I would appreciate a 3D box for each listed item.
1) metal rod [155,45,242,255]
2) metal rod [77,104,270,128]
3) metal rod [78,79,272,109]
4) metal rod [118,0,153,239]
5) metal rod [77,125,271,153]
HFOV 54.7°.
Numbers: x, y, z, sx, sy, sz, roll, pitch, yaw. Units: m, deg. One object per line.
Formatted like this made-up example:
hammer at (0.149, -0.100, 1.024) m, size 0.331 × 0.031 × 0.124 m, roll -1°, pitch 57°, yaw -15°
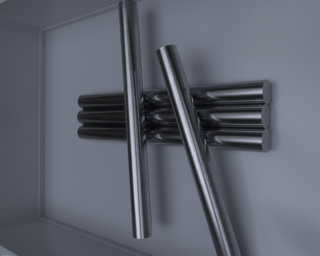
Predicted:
metal rod at (0.049, 0.054, 0.337) m, size 0.025 × 0.025 × 0.298 m, roll -20°, pitch 84°, yaw 38°
metal rod at (-0.008, -0.015, 0.410) m, size 0.300 × 0.025 × 0.025 m, roll 1°, pitch 91°, yaw 39°
metal rod at (-0.007, -0.040, 0.409) m, size 0.300 × 0.025 × 0.025 m, roll 1°, pitch 91°, yaw 39°
metal rod at (-0.032, -0.014, 0.396) m, size 0.025 × 0.025 × 0.298 m, roll -7°, pitch 86°, yaw 39°
metal rod at (-0.008, 0.010, 0.410) m, size 0.300 × 0.025 × 0.025 m, roll 1°, pitch 91°, yaw 39°
